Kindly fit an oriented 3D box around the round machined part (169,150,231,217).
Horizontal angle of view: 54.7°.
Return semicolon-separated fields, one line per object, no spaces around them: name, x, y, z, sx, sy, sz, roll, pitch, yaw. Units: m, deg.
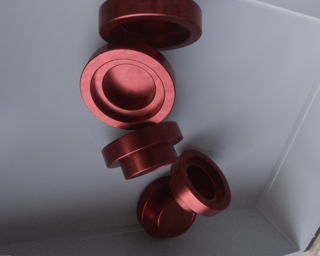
round machined part;0.053;0.083;0.450;0.099;0.098;0.042;19;131;-36

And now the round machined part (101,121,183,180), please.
round machined part;-0.017;0.031;0.374;0.099;0.042;0.098;-21;169;-4

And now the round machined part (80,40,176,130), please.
round machined part;-0.032;-0.048;0.334;0.099;0.042;0.097;2;128;3

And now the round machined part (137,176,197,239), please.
round machined part;0.017;0.126;0.474;0.099;0.042;0.097;-10;110;-28

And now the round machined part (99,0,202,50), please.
round machined part;-0.009;-0.110;0.300;0.099;0.098;0.042;2;86;-30
